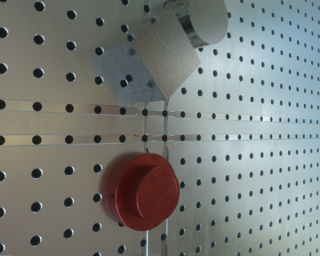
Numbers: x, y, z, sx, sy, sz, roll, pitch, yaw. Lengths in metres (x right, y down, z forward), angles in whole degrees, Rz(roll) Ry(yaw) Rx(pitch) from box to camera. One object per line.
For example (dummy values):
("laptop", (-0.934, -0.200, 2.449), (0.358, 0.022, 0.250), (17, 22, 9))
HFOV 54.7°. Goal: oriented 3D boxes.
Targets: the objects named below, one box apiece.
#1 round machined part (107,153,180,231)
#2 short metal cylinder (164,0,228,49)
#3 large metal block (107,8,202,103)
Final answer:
("round machined part", (-0.013, 0.081, 0.389), (0.099, 0.042, 0.097), (0, 90, -40))
("short metal cylinder", (0.051, -0.154, 0.438), (0.081, 0.050, 0.079), (0, 90, -40))
("large metal block", (-0.005, -0.089, 0.391), (0.080, 0.050, 0.080), (-49, 119, -29))
